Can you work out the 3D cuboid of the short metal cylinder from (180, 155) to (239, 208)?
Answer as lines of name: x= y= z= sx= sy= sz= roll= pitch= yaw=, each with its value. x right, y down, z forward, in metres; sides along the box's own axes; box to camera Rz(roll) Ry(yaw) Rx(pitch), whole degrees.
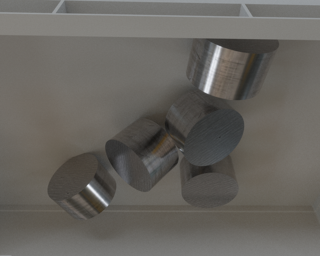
short metal cylinder: x=0.071 y=0.074 z=0.457 sx=0.081 sy=0.050 sz=0.079 roll=0 pitch=130 yaw=0

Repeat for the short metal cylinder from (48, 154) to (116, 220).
short metal cylinder: x=-0.110 y=0.083 z=0.442 sx=0.080 sy=0.080 sz=0.050 roll=-19 pitch=128 yaw=15

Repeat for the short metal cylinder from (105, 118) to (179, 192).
short metal cylinder: x=-0.023 y=0.034 z=0.395 sx=0.080 sy=0.050 sz=0.079 roll=30 pitch=142 yaw=28

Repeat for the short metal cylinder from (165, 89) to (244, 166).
short metal cylinder: x=0.053 y=-0.001 z=0.375 sx=0.081 sy=0.050 sz=0.079 roll=-15 pitch=129 yaw=-19

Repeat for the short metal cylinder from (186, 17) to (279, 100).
short metal cylinder: x=0.071 y=-0.072 z=0.313 sx=0.081 sy=0.080 sz=0.050 roll=6 pitch=130 yaw=-6
